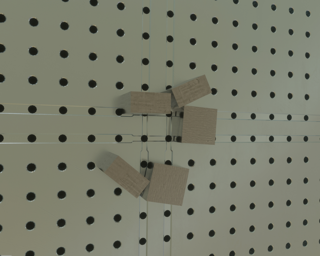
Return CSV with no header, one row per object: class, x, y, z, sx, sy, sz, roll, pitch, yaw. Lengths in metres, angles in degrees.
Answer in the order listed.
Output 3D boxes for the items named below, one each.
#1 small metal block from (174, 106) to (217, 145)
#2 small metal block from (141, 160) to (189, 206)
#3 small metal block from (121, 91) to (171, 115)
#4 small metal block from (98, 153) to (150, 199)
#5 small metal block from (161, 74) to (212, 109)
small metal block,0.050,-0.003,0.431,0.050,0.025,0.050,5,89,-20
small metal block,0.007,0.074,0.415,0.050,0.025,0.050,13,86,-20
small metal block,-0.019,-0.030,0.392,0.050,0.050,0.025,1,90,-20
small metal block,-0.046,0.057,0.382,0.050,0.050,0.025,42,77,-15
small metal block,0.032,-0.047,0.411,0.050,0.050,0.025,-26,99,-18
